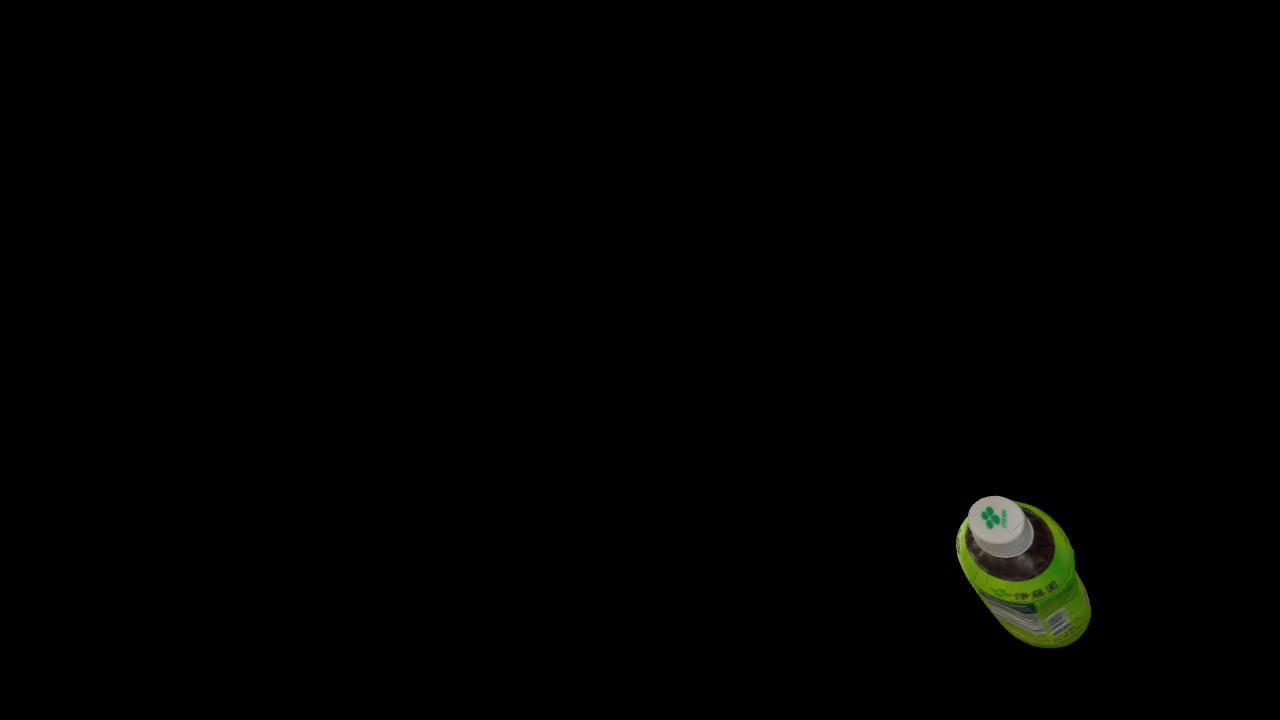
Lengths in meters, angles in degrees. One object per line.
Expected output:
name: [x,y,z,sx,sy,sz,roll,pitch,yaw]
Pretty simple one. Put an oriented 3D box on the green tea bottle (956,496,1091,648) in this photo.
green tea bottle: [0.271,0.149,0.435,0.073,0.073,0.212,0,-29,38]
